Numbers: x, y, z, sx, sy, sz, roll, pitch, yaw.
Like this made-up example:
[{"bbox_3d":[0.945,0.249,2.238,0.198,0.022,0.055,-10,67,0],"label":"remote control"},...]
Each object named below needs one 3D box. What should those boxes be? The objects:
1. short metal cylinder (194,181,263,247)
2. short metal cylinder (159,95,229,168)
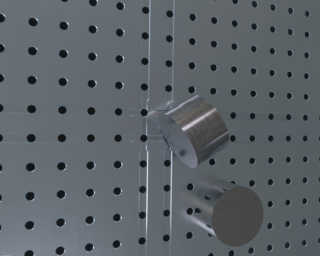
[{"bbox_3d":[0.096,0.118,0.435,0.081,0.050,0.079,0,90,-20],"label":"short metal cylinder"},{"bbox_3d":[0.042,0.004,0.399,0.050,0.080,0.080,-32,101,-17],"label":"short metal cylinder"}]
